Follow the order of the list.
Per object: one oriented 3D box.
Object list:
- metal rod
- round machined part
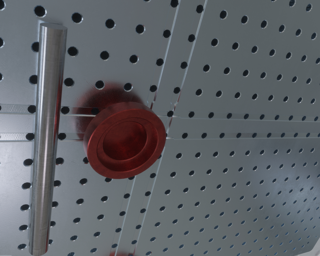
[{"bbox_3d":[-0.133,0.034,0.359,0.025,0.025,0.298,-1,119,-28],"label":"metal rod"},{"bbox_3d":[-0.046,0.011,0.382,0.099,0.042,0.097,-14,124,-21],"label":"round machined part"}]
